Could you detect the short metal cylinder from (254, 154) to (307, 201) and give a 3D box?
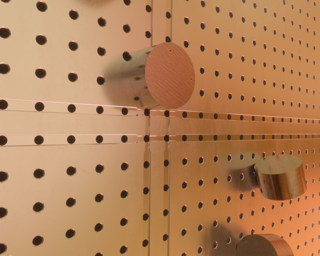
[{"bbox_3d":[0.215,0.086,0.553,0.081,0.080,0.050,-27,107,-37],"label":"short metal cylinder"}]

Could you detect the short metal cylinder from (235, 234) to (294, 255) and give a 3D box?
[{"bbox_3d":[0.176,0.220,0.521,0.050,0.080,0.080,15,81,-39],"label":"short metal cylinder"}]

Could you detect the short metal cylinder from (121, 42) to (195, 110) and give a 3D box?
[{"bbox_3d":[-0.002,-0.063,0.391,0.081,0.050,0.079,0,90,-40],"label":"short metal cylinder"}]
